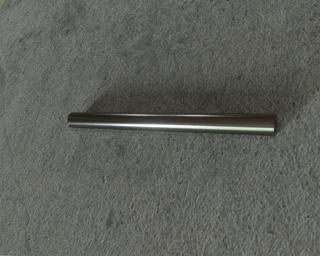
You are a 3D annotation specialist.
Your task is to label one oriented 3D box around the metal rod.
[{"bbox_3d":[-0.004,-0.008,0.413,0.300,0.025,0.025,2,63,29],"label":"metal rod"}]
